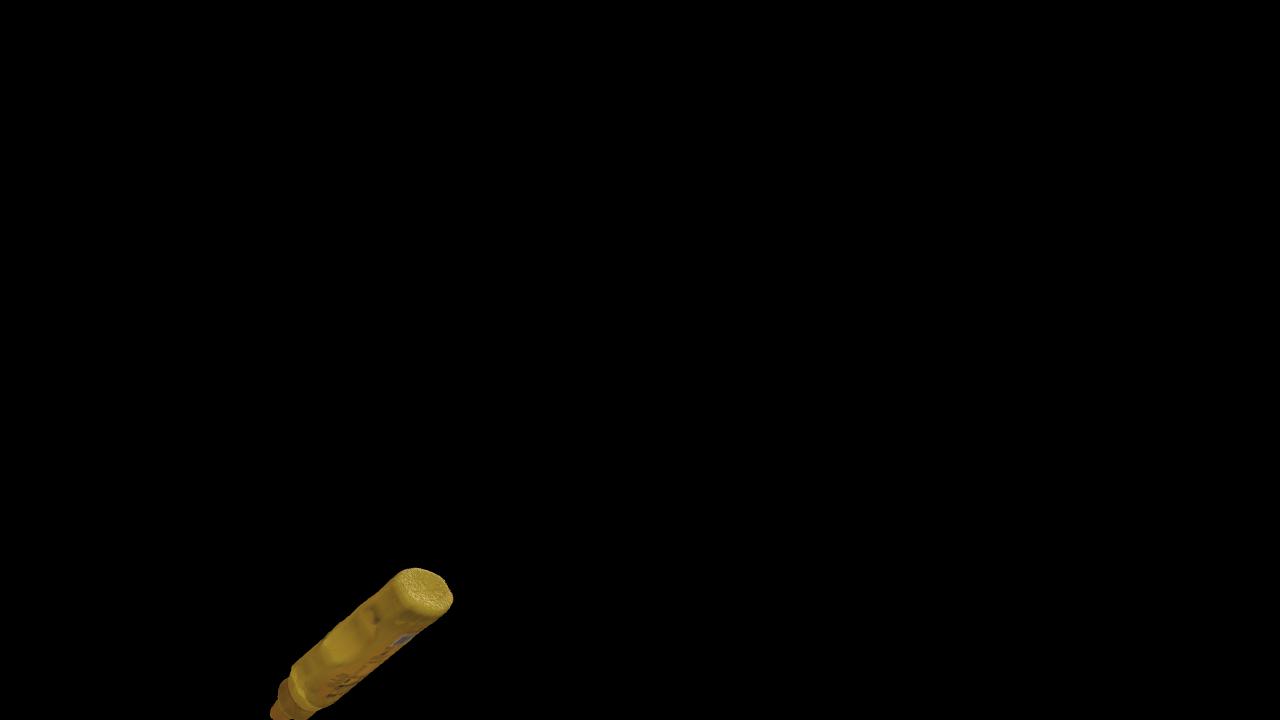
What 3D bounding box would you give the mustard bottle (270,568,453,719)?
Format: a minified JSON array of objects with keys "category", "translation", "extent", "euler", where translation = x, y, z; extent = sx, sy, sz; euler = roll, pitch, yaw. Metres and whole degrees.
[{"category":"mustard bottle","translation":[-0.271,0.276,0.581],"extent":[0.184,0.054,0.092],"euler":[-40,-15,-2]}]
